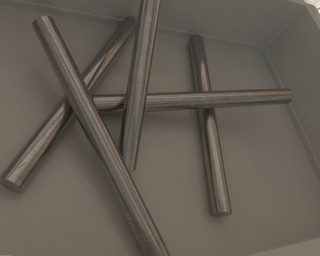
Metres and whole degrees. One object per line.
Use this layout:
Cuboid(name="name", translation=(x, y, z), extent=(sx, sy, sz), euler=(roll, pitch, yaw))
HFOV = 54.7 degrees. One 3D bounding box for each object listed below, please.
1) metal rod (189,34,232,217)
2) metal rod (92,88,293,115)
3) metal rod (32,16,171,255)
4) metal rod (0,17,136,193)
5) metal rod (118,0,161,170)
Cuboid(name="metal rod", translation=(0.069, -0.022, 0.458), extent=(0.025, 0.025, 0.299), euler=(11, 57, -23))
Cuboid(name="metal rod", translation=(0.059, -0.039, 0.433), extent=(0.303, 0.025, 0.025), euler=(-4, 64, -21))
Cuboid(name="metal rod", translation=(-0.067, 0.010, 0.340), extent=(0.025, 0.025, 0.299), euler=(-22, 81, -36))
Cuboid(name="metal rod", translation=(-0.094, -0.053, 0.387), extent=(0.025, 0.025, 0.301), euler=(31, 51, -9))
Cuboid(name="metal rod", translation=(-0.020, -0.099, 0.375), extent=(0.025, 0.025, 0.298), euler=(11, 83, -23))
